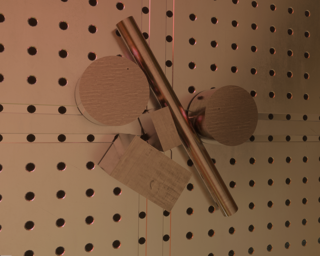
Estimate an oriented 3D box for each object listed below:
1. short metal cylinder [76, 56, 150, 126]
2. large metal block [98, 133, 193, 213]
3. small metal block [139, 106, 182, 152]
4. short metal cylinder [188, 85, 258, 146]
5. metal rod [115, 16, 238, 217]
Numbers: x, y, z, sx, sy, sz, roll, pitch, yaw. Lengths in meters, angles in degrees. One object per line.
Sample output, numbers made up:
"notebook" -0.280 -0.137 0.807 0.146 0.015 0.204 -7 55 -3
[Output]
"short metal cylinder" -0.059 -0.042 0.374 0.081 0.050 0.079 0 90 -20
"large metal block" -0.021 0.050 0.371 0.080 0.080 0.050 36 79 -16
"small metal block" -0.001 0.001 0.395 0.025 0.050 0.050 -23 98 -19
"short metal cylinder" 0.086 -0.016 0.427 0.081 0.050 0.079 0 90 -20
"metal rod" 0.028 -0.008 0.419 0.025 0.025 0.299 -33 101 -17
